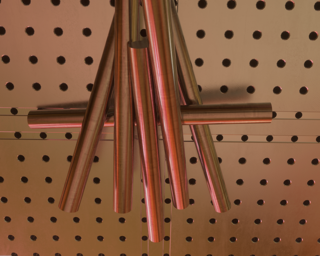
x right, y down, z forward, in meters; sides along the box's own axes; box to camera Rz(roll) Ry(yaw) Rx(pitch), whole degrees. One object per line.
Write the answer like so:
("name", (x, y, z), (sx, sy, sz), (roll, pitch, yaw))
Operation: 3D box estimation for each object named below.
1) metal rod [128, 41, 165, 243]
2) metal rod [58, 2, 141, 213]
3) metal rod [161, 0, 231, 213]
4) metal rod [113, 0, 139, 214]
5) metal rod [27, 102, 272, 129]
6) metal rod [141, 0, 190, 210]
("metal rod", (-0.012, 0.041, 0.393), (0.025, 0.025, 0.298), (-3, 123, 1))
("metal rod", (-0.068, -0.042, 0.366), (0.025, 0.025, 0.298), (17, 97, -6))
("metal rod", (0.047, -0.017, 0.407), (0.025, 0.025, 0.299), (-17, 109, 6))
("metal rod", (-0.040, -0.036, 0.356), (0.025, 0.025, 0.298), (3, 109, -1))
("metal rod", (-0.019, -0.015, 0.388), (0.301, 0.025, 0.025), (-1, 110, 8))
("metal rod", (0.013, -0.004, 0.359), (0.025, 0.025, 0.299), (-7, 130, 2))
